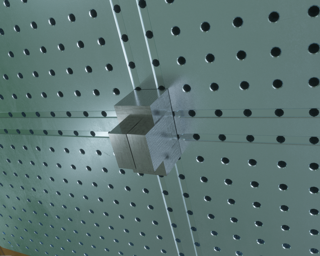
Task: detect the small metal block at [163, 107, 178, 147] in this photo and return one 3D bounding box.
[{"bbox_3d":[-0.008,-0.001,0.415,0.050,0.025,0.050,2,120,28],"label":"small metal block"}]

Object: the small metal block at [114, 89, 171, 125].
[{"bbox_3d":[-0.021,-0.027,0.389,0.050,0.050,0.025,2,120,27],"label":"small metal block"}]

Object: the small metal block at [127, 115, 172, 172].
[{"bbox_3d":[-0.011,0.017,0.380,0.025,0.050,0.050,3,120,28],"label":"small metal block"}]

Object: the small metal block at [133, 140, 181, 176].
[{"bbox_3d":[-0.005,0.038,0.421,0.050,0.050,0.025,2,119,27],"label":"small metal block"}]

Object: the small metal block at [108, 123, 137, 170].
[{"bbox_3d":[-0.035,0.017,0.392,0.025,0.050,0.050,2,119,27],"label":"small metal block"}]
